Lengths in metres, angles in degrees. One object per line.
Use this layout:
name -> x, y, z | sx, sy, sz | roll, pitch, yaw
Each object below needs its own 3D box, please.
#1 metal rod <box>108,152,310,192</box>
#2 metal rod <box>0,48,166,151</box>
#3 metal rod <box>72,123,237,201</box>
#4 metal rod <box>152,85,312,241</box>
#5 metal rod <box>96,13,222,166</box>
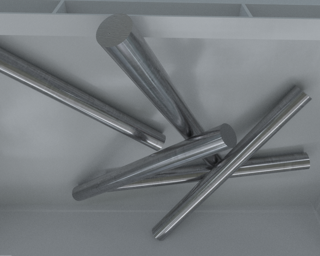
metal rod -> 0.066, 0.068, 0.467 | 0.302, 0.025, 0.025 | -8, 130, 6
metal rod -> -0.122, -0.046, 0.368 | 0.301, 0.025, 0.025 | 28, 124, -23
metal rod -> -0.032, 0.056, 0.397 | 0.025, 0.025, 0.299 | 35, 140, -27
metal rod -> 0.086, 0.062, 0.433 | 0.025, 0.025, 0.299 | 30, 115, -23
metal rod -> 0.024, -0.008, 0.320 | 0.025, 0.025, 0.300 | -18, 154, 15
